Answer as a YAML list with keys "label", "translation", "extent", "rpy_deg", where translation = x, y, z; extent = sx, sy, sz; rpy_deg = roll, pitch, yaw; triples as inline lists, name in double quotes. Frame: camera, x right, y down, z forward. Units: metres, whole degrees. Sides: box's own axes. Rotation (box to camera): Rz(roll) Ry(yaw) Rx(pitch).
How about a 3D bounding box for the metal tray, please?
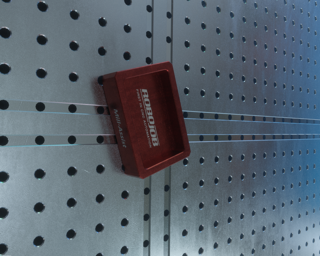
- label: "metal tray"
  translation: [-0.013, -0.012, 0.393]
  extent: [0.091, 0.030, 0.129]
  rpy_deg: [-21, 103, -38]
